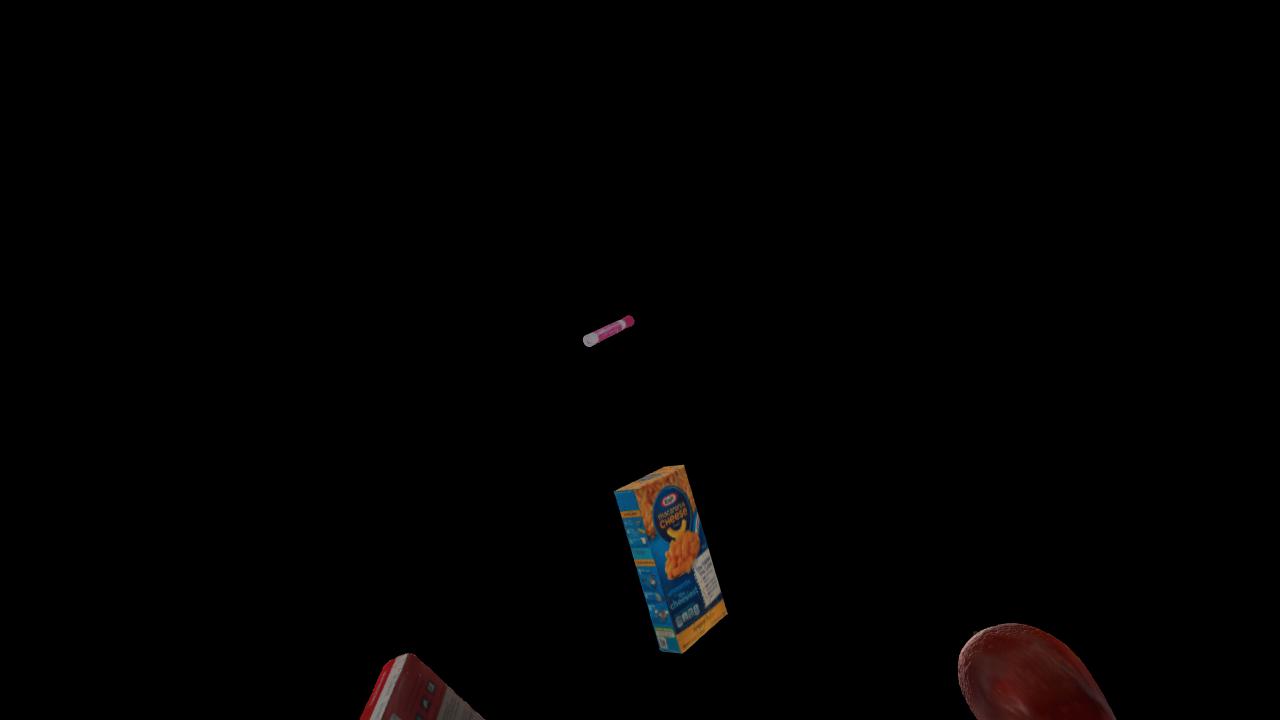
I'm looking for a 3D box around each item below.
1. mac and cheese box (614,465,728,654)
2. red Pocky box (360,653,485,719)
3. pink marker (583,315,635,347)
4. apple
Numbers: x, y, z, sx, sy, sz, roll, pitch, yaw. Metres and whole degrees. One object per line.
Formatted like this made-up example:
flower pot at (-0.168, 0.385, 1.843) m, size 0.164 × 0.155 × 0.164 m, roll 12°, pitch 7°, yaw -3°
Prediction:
mac and cheese box at (0.037, 0.222, 0.704) m, size 0.041 × 0.184 × 0.093 m, roll -18°, pitch -2°, yaw 44°
red Pocky box at (-0.108, 0.257, 0.365) m, size 0.028 × 0.155 × 0.083 m, roll -31°, pitch 19°, yaw 12°
pink marker at (-0.045, -0.046, 0.947) m, size 0.020 × 0.020 × 0.121 m, roll 0°, pitch 18°, yaw 33°
apple at (0.260, 0.221, 0.410) m, size 0.079 × 0.079 × 0.093 m, roll 0°, pitch 26°, yaw -26°
